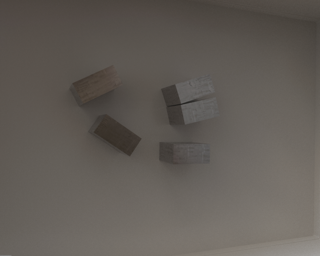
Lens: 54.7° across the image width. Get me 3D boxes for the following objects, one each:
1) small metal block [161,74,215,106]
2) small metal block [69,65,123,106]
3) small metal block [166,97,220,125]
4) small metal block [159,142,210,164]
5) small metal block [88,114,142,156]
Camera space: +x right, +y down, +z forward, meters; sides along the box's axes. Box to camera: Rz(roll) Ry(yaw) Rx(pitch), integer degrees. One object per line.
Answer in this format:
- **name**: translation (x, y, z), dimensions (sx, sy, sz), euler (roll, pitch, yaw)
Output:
- **small metal block**: translation (0.036, -0.050, 0.410), dimensions (0.050, 0.050, 0.025), euler (-19, 97, -19)
- **small metal block**: translation (-0.077, -0.049, 0.369), dimensions (0.050, 0.050, 0.025), euler (-29, 100, -18)
- **small metal block**: translation (0.043, -0.022, 0.413), dimensions (0.050, 0.050, 0.025), euler (-14, 95, -20)
- **small metal block**: translation (0.031, 0.032, 0.409), dimensions (0.050, 0.050, 0.025), euler (1, 90, -20)
- **small metal block**: translation (-0.056, 0.008, 0.376), dimensions (0.050, 0.050, 0.025), euler (36, 79, -17)
